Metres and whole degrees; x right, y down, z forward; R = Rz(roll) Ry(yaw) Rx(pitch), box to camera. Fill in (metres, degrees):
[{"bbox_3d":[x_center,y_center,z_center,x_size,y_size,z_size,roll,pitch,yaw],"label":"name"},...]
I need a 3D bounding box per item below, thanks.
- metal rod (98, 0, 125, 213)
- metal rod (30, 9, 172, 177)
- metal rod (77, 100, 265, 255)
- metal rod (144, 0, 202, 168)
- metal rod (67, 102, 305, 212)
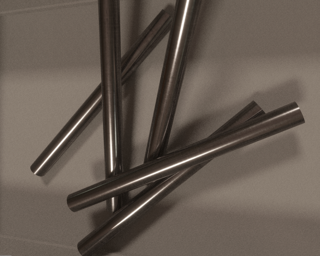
[{"bbox_3d":[-0.061,-0.031,0.394,0.025,0.025,0.298,6,106,19],"label":"metal rod"},{"bbox_3d":[-0.087,-0.041,0.439,0.025,0.025,0.299,47,104,14],"label":"metal rod"},{"bbox_3d":[0.007,0.072,0.397,0.300,0.025,0.025,-40,78,11],"label":"metal rod"},{"bbox_3d":[0.015,-0.060,0.341,0.025,0.025,0.298,23,122,18],"label":"metal rod"},{"bbox_3d":[0.016,0.041,0.370,0.300,0.025,0.025,-24,82,16],"label":"metal rod"}]
